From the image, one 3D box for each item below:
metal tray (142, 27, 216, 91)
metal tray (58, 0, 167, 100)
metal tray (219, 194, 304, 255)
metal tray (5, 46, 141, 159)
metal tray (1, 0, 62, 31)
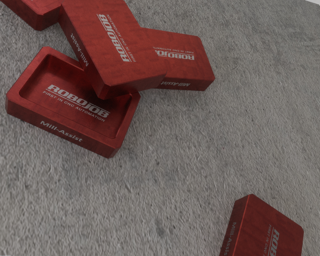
[{"bbox_3d":[0.012,-0.104,0.470,0.131,0.030,0.090,-1,62,-29],"label":"metal tray"},{"bbox_3d":[-0.060,-0.104,0.392,0.091,0.030,0.130,-19,72,-35],"label":"metal tray"},{"bbox_3d":[0.120,0.157,0.369,0.090,0.030,0.130,34,51,-6],"label":"metal tray"},{"bbox_3d":[-0.097,-0.031,0.366,0.131,0.030,0.090,26,52,-12],"label":"metal tray"},{"bbox_3d":[-0.156,-0.200,0.437,0.090,0.030,0.131,41,51,-1],"label":"metal tray"}]
